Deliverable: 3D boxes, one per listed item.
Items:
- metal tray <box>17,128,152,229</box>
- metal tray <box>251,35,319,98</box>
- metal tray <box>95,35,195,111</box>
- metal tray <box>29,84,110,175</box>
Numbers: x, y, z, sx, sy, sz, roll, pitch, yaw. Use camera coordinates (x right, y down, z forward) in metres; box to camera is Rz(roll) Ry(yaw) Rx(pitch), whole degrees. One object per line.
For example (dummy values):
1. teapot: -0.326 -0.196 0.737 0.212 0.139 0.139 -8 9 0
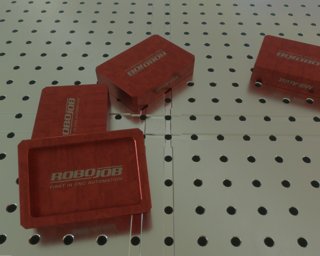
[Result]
1. metal tray: -0.079 0.053 0.333 0.131 0.030 0.090 -6 79 -6
2. metal tray: 0.220 -0.098 0.490 0.130 0.030 0.090 18 52 14
3. metal tray: -0.021 -0.090 0.480 0.090 0.030 0.131 37 59 26
4. metal tray: -0.113 -0.002 0.404 0.091 0.030 0.130 -4 50 -4
